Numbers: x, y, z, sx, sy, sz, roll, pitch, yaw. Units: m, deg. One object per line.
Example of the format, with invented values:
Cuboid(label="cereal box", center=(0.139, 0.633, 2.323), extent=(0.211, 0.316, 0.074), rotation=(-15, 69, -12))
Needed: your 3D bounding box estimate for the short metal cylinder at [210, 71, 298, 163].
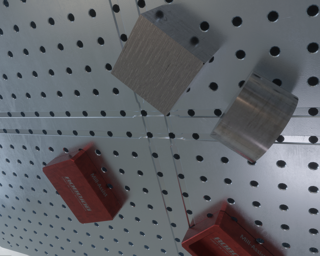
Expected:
Cuboid(label="short metal cylinder", center=(0.095, -0.012, 0.319), extent=(0.050, 0.080, 0.079), rotation=(33, 129, 6))

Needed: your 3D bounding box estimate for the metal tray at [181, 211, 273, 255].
Cuboid(label="metal tray", center=(0.109, 0.194, 0.470), extent=(0.130, 0.030, 0.090), rotation=(42, 129, -1))

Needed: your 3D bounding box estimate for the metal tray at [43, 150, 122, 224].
Cuboid(label="metal tray", center=(-0.137, 0.107, 0.547), extent=(0.090, 0.030, 0.130), rotation=(-18, 109, 35))

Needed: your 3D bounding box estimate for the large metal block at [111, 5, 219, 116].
Cuboid(label="large metal block", center=(0.004, -0.075, 0.347), extent=(0.080, 0.050, 0.080), rotation=(38, 129, 2))
